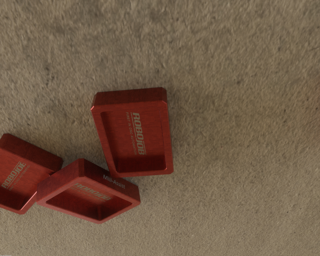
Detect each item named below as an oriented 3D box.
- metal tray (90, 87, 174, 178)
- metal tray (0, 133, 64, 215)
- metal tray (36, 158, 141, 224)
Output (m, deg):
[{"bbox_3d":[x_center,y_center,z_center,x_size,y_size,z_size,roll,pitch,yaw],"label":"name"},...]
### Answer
[{"bbox_3d":[-0.031,0.011,0.412,0.091,0.030,0.129,-5,130,3],"label":"metal tray"},{"bbox_3d":[-0.217,0.074,0.463,0.090,0.030,0.129,31,123,-24],"label":"metal tray"},{"bbox_3d":[-0.103,0.100,0.464,0.090,0.030,0.130,-31,138,19],"label":"metal tray"}]
